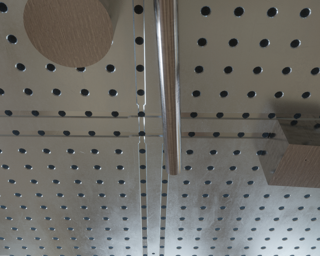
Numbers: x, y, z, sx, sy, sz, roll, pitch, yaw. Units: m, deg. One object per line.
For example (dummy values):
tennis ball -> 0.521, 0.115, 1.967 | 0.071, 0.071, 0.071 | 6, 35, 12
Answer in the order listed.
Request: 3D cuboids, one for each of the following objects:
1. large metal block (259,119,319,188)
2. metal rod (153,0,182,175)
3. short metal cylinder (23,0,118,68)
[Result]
large metal block -> 0.195, 0.037, 0.430 | 0.081, 0.050, 0.079 | 4, 130, -4
metal rod -> 0.012, -0.052, 0.367 | 0.025, 0.025, 0.298 | -3, 130, 2
short metal cylinder -> -0.084, -0.107, 0.303 | 0.081, 0.050, 0.079 | 0, 130, 0
